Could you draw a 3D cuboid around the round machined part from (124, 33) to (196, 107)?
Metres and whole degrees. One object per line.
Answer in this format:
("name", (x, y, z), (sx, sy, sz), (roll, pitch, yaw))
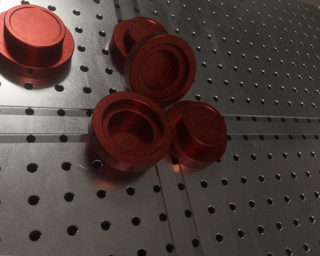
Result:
("round machined part", (-0.003, -0.081, 0.423), (0.099, 0.097, 0.042), (0, 23, -29))

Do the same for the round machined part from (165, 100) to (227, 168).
("round machined part", (0.052, 0.003, 0.426), (0.099, 0.042, 0.098), (14, 56, -21))

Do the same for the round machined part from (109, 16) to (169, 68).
("round machined part", (-0.023, -0.127, 0.464), (0.099, 0.042, 0.098), (14, 56, -21))

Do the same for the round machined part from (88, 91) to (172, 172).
("round machined part", (-0.038, 0.008, 0.373), (0.099, 0.042, 0.098), (14, 56, -21))

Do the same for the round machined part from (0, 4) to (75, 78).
("round machined part", (-0.155, -0.113, 0.383), (0.099, 0.042, 0.098), (14, 56, -21))
